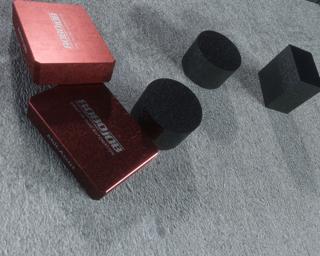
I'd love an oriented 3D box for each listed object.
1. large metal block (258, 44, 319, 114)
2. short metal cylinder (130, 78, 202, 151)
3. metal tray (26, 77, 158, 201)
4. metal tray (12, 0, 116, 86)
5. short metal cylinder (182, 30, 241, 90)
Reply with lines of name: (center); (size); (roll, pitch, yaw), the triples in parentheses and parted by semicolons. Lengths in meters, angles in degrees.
large metal block: (0.224, -0.083, 0.540); (0.050, 0.080, 0.080); (14, 56, -21)
short metal cylinder: (0.007, -0.017, 0.402); (0.081, 0.050, 0.080); (14, 56, -21)
metal tray: (-0.076, 0.005, 0.357); (0.091, 0.030, 0.130); (-35, 81, -38)
metal tray: (-0.121, -0.107, 0.380); (0.091, 0.030, 0.130); (-8, 51, -32)
short metal cylinder: (0.083, -0.109, 0.499); (0.081, 0.050, 0.080); (14, 56, -21)
